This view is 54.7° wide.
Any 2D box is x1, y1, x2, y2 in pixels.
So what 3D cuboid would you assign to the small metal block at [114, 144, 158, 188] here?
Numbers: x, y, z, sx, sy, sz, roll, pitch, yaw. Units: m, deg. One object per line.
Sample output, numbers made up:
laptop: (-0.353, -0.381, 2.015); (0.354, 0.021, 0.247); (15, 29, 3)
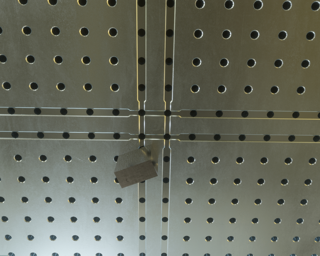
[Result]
small metal block: (-0.031, 0.050, 0.418); (0.050, 0.050, 0.025); (-20, 109, 7)
